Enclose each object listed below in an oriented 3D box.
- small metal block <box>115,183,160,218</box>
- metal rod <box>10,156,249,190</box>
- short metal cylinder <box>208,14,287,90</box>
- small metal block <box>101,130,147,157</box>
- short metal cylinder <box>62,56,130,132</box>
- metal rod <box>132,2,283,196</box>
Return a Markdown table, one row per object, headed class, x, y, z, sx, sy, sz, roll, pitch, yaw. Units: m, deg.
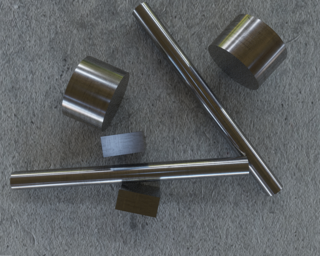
| class | x | y | z | sx | sy | sz | roll | pitch | yaw |
| --- | --- | --- | --- | --- | --- | --- | --- | --- | --- |
| small metal block | -0.027 | 0.090 | 0.397 | 0.050 | 0.050 | 0.025 | 12 | 93 | 0 |
| metal rod | -0.041 | 0.059 | 0.400 | 0.302 | 0.025 | 0.025 | -4 | 90 | 3 |
| short metal cylinder | 0.107 | -0.092 | 0.383 | 0.080 | 0.080 | 0.050 | 42 | 90 | 0 |
| small metal block | -0.045 | 0.019 | 0.397 | 0.050 | 0.050 | 0.025 | -8 | 90 | 0 |
| short metal cylinder | -0.077 | -0.042 | 0.382 | 0.050 | 0.080 | 0.080 | 24 | 90 | 0 |
| metal rod | 0.063 | -0.037 | 0.410 | 0.025 | 0.025 | 0.299 | -37 | 90 | 0 |
